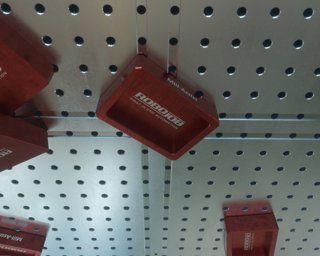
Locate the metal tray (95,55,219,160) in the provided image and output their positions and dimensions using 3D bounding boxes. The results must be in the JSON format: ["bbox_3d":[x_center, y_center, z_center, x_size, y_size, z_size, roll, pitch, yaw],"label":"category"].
[{"bbox_3d":[-0.002,-0.019,0.391,0.130,0.030,0.090,32,123,-25],"label":"metal tray"}]

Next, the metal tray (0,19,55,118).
[{"bbox_3d":[-0.201,-0.057,0.358,0.130,0.030,0.090,-30,124,23],"label":"metal tray"}]

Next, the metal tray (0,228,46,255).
[{"bbox_3d":[-0.300,0.235,0.604,0.131,0.030,0.089,19,128,-16],"label":"metal tray"}]

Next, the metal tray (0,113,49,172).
[{"bbox_3d":[-0.226,0.028,0.404,0.130,0.030,0.090,-22,155,18],"label":"metal tray"}]

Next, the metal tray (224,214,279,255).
[{"bbox_3d":[0.171,0.217,0.593,0.090,0.030,0.129,-6,130,5],"label":"metal tray"}]
